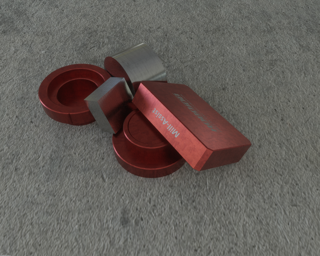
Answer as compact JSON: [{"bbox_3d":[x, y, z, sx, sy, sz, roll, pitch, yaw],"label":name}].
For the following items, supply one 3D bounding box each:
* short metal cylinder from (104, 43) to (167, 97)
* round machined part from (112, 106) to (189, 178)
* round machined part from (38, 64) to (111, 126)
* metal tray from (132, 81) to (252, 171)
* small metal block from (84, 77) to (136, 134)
[{"bbox_3d":[-0.034,-0.071,0.429,0.050,0.080,0.080,-31,57,-23],"label":"short metal cylinder"},{"bbox_3d":[-0.010,0.010,0.385,0.099,0.042,0.098,0,50,0],"label":"round machined part"},{"bbox_3d":[-0.111,-0.041,0.427,0.099,0.042,0.098,0,50,0],"label":"round machined part"},{"bbox_3d":[0.037,-0.008,0.380,0.091,0.030,0.130,-4,41,-46],"label":"metal tray"},{"bbox_3d":[-0.059,-0.029,0.389,0.025,0.050,0.050,9,45,39],"label":"small metal block"}]
